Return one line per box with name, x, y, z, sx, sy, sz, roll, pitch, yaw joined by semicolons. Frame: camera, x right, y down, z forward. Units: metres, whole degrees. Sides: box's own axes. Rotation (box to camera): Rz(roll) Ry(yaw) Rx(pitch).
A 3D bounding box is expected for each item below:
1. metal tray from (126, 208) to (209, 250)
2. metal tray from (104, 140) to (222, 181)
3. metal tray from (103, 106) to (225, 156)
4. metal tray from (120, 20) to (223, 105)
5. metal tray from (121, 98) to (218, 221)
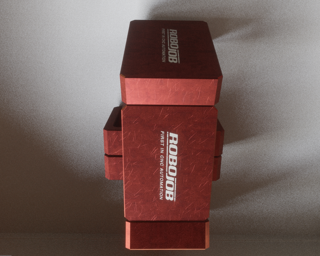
metal tray;0.008;0.117;0.395;0.091;0.130;0.030;0;89;-1
metal tray;0.003;0.030;0.387;0.131;0.090;0.030;1;110;-1
metal tray;0.004;0.001;0.376;0.131;0.090;0.030;1;110;-1
metal tray;0.010;-0.074;0.326;0.091;0.130;0.030;1;130;-1
metal tray;0.008;0.034;0.323;0.091;0.030;0.129;0;110;-1
